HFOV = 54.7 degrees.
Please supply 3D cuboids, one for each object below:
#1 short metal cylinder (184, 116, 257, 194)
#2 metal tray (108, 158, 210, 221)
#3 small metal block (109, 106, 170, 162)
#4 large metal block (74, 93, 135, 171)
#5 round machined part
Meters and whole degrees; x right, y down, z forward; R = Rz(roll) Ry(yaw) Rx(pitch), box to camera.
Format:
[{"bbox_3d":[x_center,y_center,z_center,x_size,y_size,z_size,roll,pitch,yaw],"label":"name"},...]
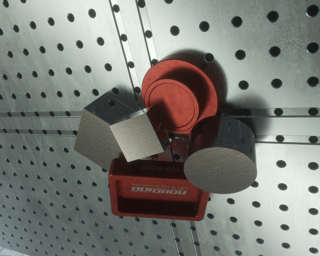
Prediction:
[{"bbox_3d":[0.071,0.033,0.363,0.080,0.050,0.079,7,133,8],"label":"short metal cylinder"},{"bbox_3d":[-0.001,0.086,0.425,0.131,0.030,0.089,4,130,0],"label":"metal tray"},{"bbox_3d":[-0.024,0.008,0.368,0.050,0.025,0.050,-18,106,23],"label":"small metal block"},{"bbox_3d":[-0.067,0.011,0.437,0.080,0.050,0.079,31,128,8],"label":"large metal block"},{"bbox_3d":[0.021,-0.034,0.368,0.098,0.042,0.097,13,124,21],"label":"round machined part"}]
